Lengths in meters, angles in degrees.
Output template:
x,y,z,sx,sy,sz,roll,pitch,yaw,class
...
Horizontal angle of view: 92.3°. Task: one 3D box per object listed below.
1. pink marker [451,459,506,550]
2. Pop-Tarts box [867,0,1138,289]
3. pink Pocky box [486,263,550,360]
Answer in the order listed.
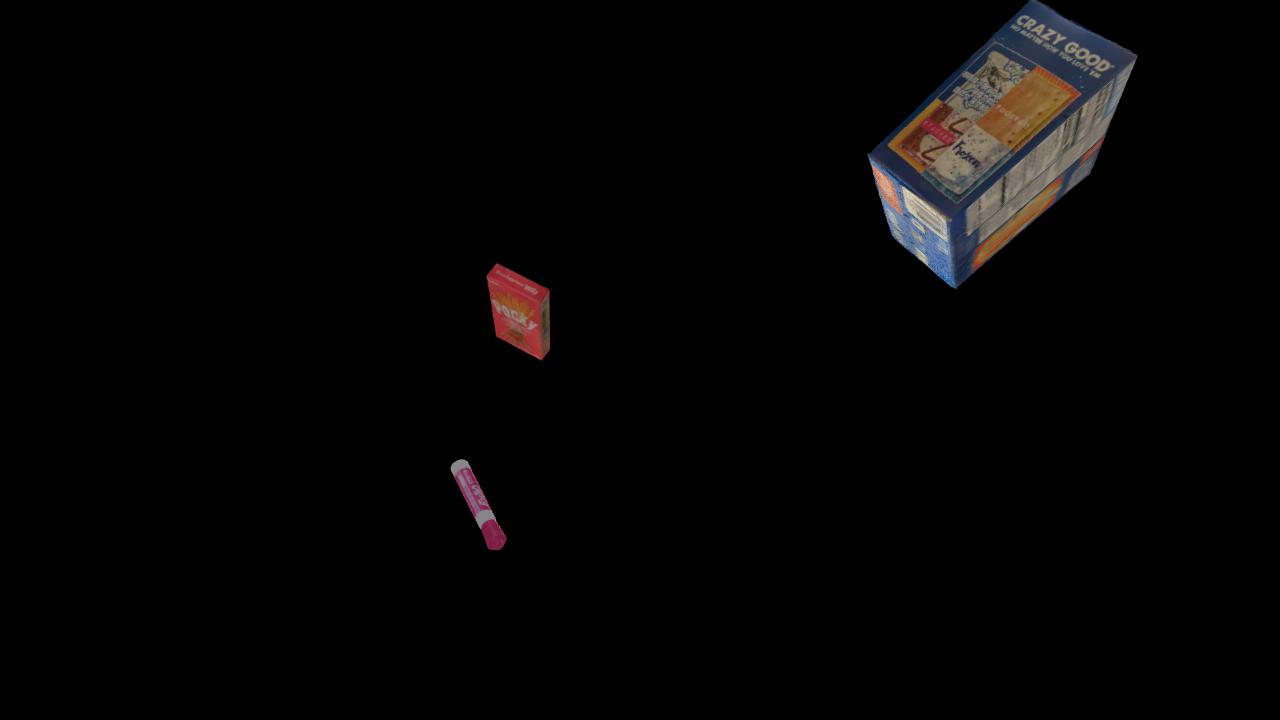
x,y,z,sx,sy,sz,roll,pitch,yaw,class
-0.159,0.141,0.605,0.020,0.020,0.121,0,29,-36,pink marker
0.267,-0.150,0.473,0.141,0.083,0.167,-44,-26,14,Pop-Tarts box
-0.169,-0.064,0.871,0.084,0.029,0.155,27,-30,8,pink Pocky box
